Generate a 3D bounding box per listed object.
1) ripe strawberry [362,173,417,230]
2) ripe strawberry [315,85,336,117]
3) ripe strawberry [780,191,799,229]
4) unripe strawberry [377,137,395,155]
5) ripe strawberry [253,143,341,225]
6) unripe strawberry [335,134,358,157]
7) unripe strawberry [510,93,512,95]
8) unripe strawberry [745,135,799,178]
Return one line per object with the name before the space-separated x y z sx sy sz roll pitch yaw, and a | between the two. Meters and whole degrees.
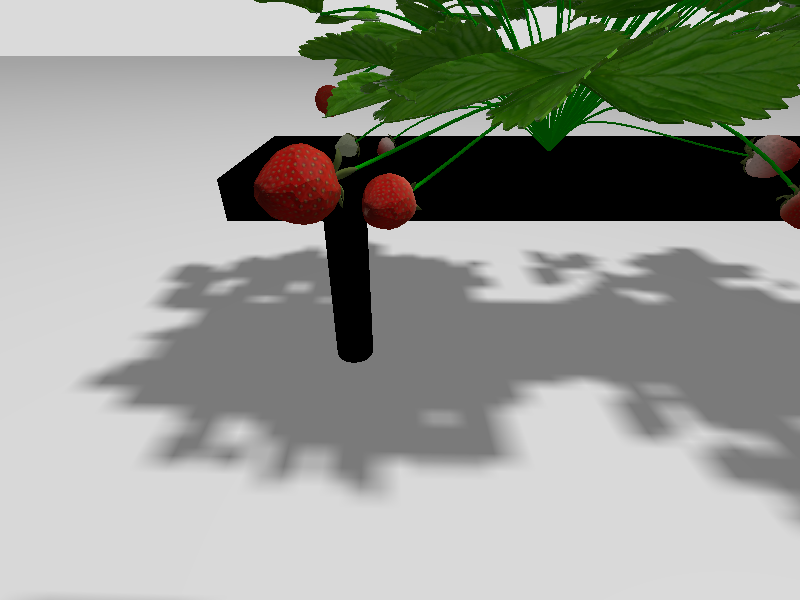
ripe strawberry | -0.007 -0.045 0.190 0.025 0.027 0.027 23 40 31
ripe strawberry | -0.089 -0.243 0.490 0.036 0.035 0.033 22 39 37
ripe strawberry | 0.193 -0.042 0.187 0.019 0.021 0.022 -12 -29 -18
unripe strawberry | -0.012 -0.120 0.316 0.013 0.015 0.015 42 18 -29
ripe strawberry | -0.051 -0.054 0.193 0.040 0.039 0.037 -27 41 -34
unripe strawberry | -0.042 -0.121 0.315 0.018 0.017 0.016 -17 33 3
unripe strawberry | 0.150 -0.250 0.498 0.036 0.038 0.038 4 32 6
unripe strawberry | 0.242 -0.092 0.259 0.026 0.027 0.024 21 38 28
